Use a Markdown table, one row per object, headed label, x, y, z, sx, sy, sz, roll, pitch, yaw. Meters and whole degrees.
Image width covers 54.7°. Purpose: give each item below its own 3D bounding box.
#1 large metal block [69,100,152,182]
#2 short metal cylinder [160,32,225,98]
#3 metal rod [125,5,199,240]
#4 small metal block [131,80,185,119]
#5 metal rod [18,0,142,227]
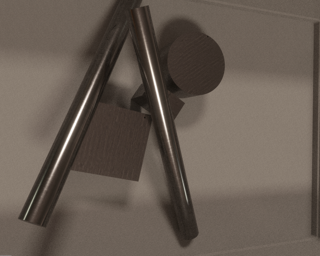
| label | x | y | z | sx | sy | sz | roll | pitch | yaw |
| --- | --- | --- | --- | --- | --- | --- | --- | --- | --- |
| large metal block | -0.062 | 0.015 | 0.375 | 0.081 | 0.050 | 0.080 | 14 | 85 | -20 |
| short metal cylinder | 0.038 | -0.081 | 0.412 | 0.081 | 0.050 | 0.079 | 0 | 90 | -21 |
| metal rod | 0.009 | 0.012 | 0.372 | 0.025 | 0.025 | 0.298 | -22 | 114 | -19 |
| small metal block | -0.004 | -0.035 | 0.397 | 0.050 | 0.050 | 0.025 | 36 | 79 | -17 |
| metal rod | -0.072 | -0.046 | 0.335 | 0.025 | 0.025 | 0.300 | 26 | 63 | -19 |
